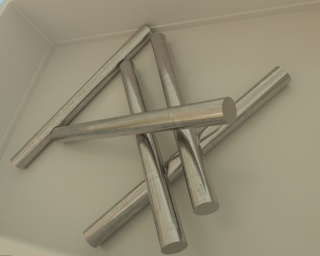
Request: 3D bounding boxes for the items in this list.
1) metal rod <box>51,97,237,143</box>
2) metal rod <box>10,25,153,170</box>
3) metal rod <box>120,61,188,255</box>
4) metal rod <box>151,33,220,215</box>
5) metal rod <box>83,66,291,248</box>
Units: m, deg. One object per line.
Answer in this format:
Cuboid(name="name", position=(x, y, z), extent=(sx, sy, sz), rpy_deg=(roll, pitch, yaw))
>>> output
Cuboid(name="metal rod", position=(-0.047, -0.002, 0.379), extent=(0.300, 0.025, 0.025), rpy_deg=(-7, 57, 43))
Cuboid(name="metal rod", position=(-0.122, -0.052, 0.499), extent=(0.300, 0.025, 0.025), rpy_deg=(-47, 52, -5))
Cuboid(name="metal rod", position=(-0.019, 0.007, 0.386), extent=(0.025, 0.025, 0.300), rpy_deg=(-28, 45, 10))
Cuboid(name="metal rod", position=(0.020, -0.032, 0.390), extent=(0.025, 0.025, 0.300), rpy_deg=(-24, 46, 13))
Cuboid(name="metal rod", position=(0.032, 0.034, 0.367), extent=(0.300, 0.025, 0.025), rpy_deg=(-41, 51, 0))
